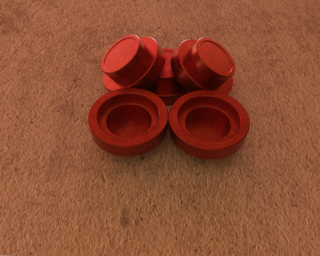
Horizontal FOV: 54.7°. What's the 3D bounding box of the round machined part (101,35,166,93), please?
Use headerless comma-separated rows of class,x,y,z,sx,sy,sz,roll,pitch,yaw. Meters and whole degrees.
round machined part,-0.044,-0.093,0.440,0.098,0.042,0.098,-21,49,26

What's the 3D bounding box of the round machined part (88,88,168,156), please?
round machined part,-0.039,-0.003,0.396,0.099,0.042,0.098,0,50,0

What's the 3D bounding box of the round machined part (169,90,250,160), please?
round machined part,0.060,0.000,0.394,0.099,0.042,0.098,0,50,0

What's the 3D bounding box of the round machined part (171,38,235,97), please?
round machined part,0.068,-0.089,0.441,0.099,0.042,0.098,19,52,-25

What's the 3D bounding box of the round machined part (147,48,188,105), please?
round machined part,0.007,-0.082,0.462,0.099,0.042,0.098,0,50,0
